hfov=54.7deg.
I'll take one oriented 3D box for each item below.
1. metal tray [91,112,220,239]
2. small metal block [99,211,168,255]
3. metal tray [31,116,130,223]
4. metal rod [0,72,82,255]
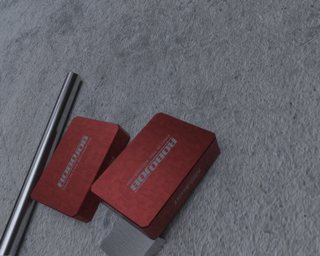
[{"bbox_3d":[-0.004,0.047,0.356,0.090,0.030,0.130,24,62,36],"label":"metal tray"},{"bbox_3d":[-0.029,0.127,0.340,0.050,0.025,0.050,31,79,37],"label":"small metal block"},{"bbox_3d":[-0.107,0.051,0.424,0.090,0.030,0.130,11,67,32],"label":"metal tray"},{"bbox_3d":[-0.176,0.043,0.467,0.025,0.025,0.299,-2,61,27],"label":"metal rod"}]
